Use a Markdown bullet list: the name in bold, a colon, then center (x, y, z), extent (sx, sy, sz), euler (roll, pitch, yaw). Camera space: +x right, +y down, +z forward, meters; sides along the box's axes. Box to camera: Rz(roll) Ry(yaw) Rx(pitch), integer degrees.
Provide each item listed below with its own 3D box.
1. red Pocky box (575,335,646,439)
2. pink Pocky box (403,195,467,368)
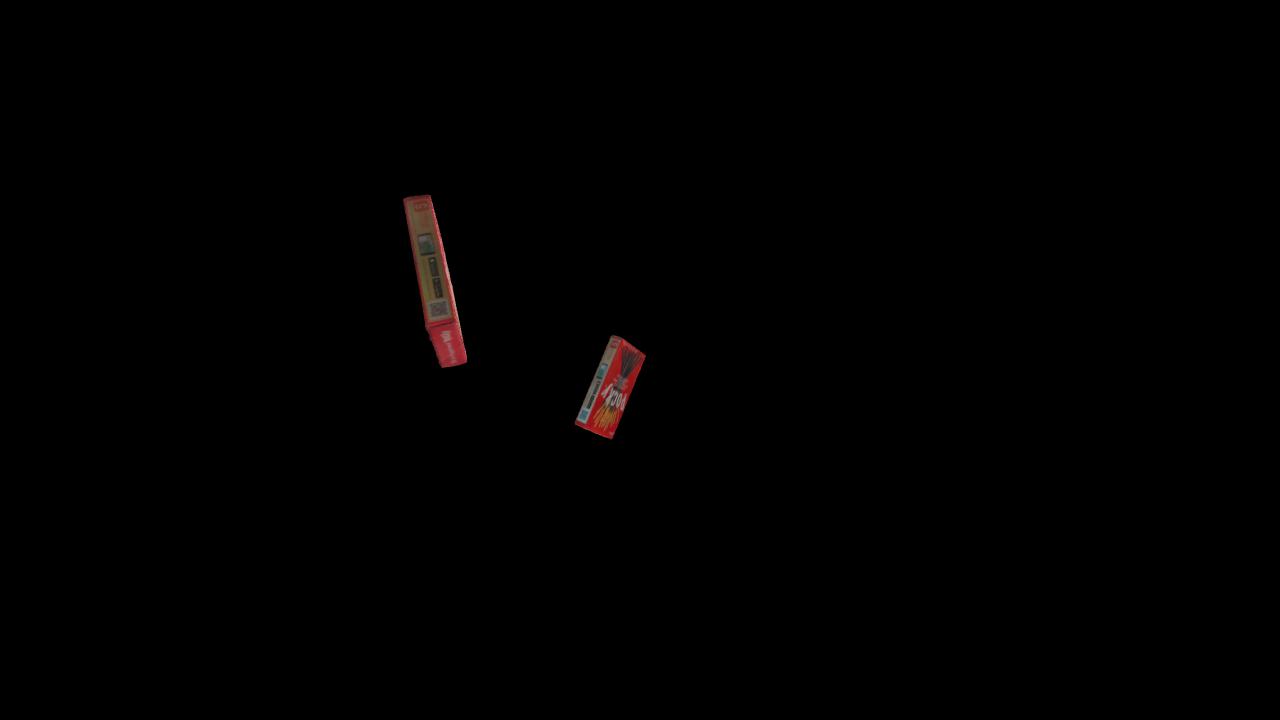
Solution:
- **red Pocky box**: center (-0.045, 0.046, 0.995), extent (0.028, 0.155, 0.083), euler (16, -10, 34)
- **pink Pocky box**: center (-0.204, -0.078, 0.613), extent (0.029, 0.155, 0.084), euler (-12, -25, -14)
